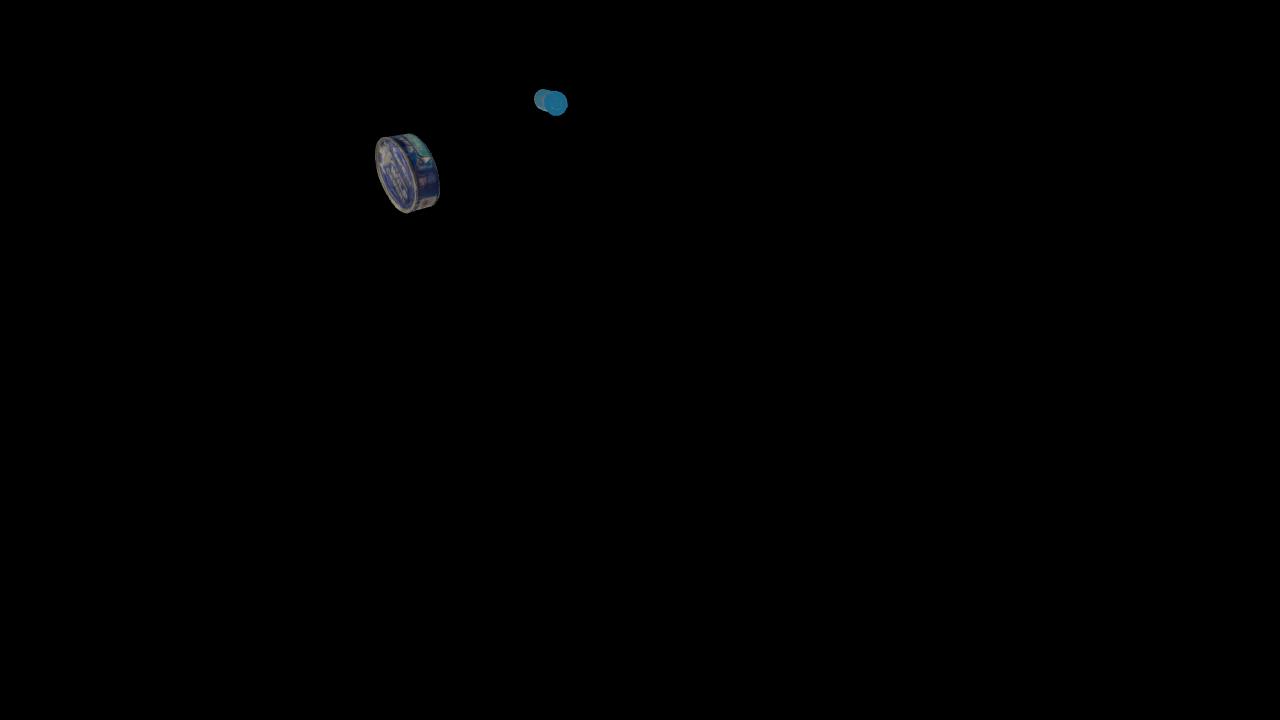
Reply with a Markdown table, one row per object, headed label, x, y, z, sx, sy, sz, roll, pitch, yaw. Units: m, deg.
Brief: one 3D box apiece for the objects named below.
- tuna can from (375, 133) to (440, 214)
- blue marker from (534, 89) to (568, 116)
| label | x | y | z | sx | sy | sz | roll | pitch | yaw |
| --- | --- | --- | --- | --- | --- | --- | --- | --- | --- |
| tuna can | -0.264 | -0.213 | 0.701 | 0.034 | 0.084 | 0.084 | -29 | 19 | -38 |
| blue marker | -0.080 | -0.228 | 0.542 | 0.020 | 0.020 | 0.121 | 0 | 24 | -14 |
